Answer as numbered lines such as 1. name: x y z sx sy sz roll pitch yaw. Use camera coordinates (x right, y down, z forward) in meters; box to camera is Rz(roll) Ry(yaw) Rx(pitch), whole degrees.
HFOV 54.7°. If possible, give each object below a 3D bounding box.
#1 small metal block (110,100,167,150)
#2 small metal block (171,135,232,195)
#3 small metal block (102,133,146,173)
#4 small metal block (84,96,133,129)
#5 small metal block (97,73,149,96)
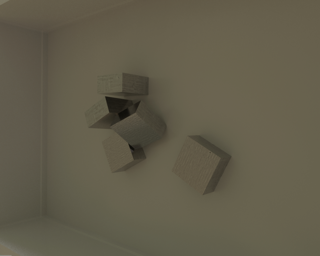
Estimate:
1. small metal block: -0.029 -0.003 0.412 0.050 0.050 0.025 -26 31 37
2. small metal block: 0.048 0.043 0.367 0.050 0.025 0.050 35 111 34
3. small metal block: -0.053 0.032 0.451 0.050 0.025 0.050 -33 70 35
4. small metal block: -0.072 -0.020 0.449 0.050 0.050 0.025 -30 68 36
5. small metal block: -0.051 -0.059 0.433 0.050 0.050 0.025 1 91 40
